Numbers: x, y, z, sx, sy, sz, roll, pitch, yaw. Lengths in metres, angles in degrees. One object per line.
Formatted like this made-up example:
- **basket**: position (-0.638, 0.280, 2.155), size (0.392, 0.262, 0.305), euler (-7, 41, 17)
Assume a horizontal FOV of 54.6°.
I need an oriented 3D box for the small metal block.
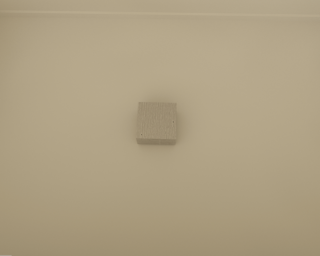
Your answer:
- **small metal block**: position (-0.004, -0.006, 0.408), size (0.050, 0.025, 0.050), euler (2, 70, 1)
